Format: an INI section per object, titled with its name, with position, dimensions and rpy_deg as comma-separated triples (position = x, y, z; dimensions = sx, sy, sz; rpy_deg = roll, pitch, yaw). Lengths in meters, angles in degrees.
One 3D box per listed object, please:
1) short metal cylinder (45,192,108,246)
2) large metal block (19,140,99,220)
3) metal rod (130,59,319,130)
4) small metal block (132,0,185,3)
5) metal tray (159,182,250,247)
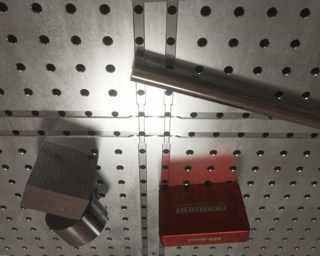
[short metal cylinder]
position = -0.131, 0.138, 0.491
dimensions = 0.080, 0.080, 0.050
rpy_deg = -16, 128, 13
[large metal block]
position = -0.139, 0.073, 0.436
dimensions = 0.081, 0.080, 0.050
rpy_deg = 19, 127, -16
[metal rod]
position = 0.113, -0.033, 0.385
dimensions = 0.302, 0.025, 0.025
rpy_deg = 13, 129, -12
[small metal block]
position = -0.003, -0.146, 0.287
dimensions = 0.050, 0.025, 0.050
rpy_deg = -3, 130, 1
[metal tray]
position = 0.065, 0.132, 0.482
dimensions = 0.131, 0.090, 0.030
rpy_deg = -5, 130, 3
